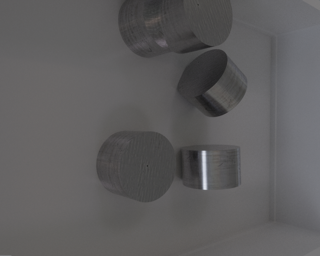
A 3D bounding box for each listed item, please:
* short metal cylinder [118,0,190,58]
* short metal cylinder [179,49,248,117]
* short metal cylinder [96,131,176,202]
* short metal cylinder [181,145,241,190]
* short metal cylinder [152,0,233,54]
[{"bbox_3d":[-0.004,-0.132,0.386,0.081,0.050,0.080,0,90,-40],"label":"short metal cylinder"},{"bbox_3d":[0.073,-0.062,0.432,0.050,0.080,0.080,37,67,-34],"label":"short metal cylinder"},{"bbox_3d":[-0.027,0.043,0.367,0.081,0.050,0.080,0,90,-40],"label":"short metal cylinder"},{"bbox_3d":[0.071,0.052,0.430,0.081,0.080,0.050,-4,93,-40],"label":"short metal cylinder"},{"bbox_3d":[0.038,-0.130,0.357,0.081,0.050,0.080,-1,91,-40],"label":"short metal cylinder"}]
